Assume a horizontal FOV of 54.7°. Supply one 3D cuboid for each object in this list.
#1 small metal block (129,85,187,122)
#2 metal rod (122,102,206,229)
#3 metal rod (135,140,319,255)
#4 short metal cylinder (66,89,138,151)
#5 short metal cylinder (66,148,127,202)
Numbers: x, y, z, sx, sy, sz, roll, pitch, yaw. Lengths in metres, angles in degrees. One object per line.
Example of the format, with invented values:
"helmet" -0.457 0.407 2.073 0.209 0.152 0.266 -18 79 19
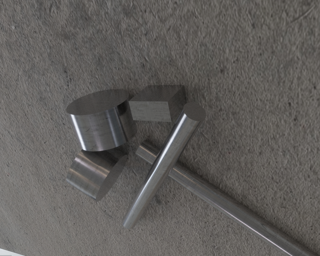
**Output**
"small metal block" -0.001 -0.031 0.372 0.050 0.050 0.025 3 120 26
"metal rod" -0.009 0.073 0.426 0.025 0.025 0.298 33 138 6
"metal rod" 0.097 0.109 0.423 0.301 0.025 0.025 34 129 6
"short metal cylinder" -0.074 -0.012 0.403 0.080 0.080 0.050 3 120 27
"short metal cylinder" -0.091 0.061 0.457 0.050 0.080 0.079 31 128 8
